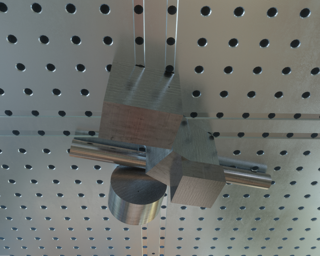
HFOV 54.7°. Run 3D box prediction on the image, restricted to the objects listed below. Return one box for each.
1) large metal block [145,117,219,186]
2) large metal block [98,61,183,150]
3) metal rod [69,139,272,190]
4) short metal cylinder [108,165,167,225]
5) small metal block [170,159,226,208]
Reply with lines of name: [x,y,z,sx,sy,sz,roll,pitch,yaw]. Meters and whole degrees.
large metal block: [0.029,0.033,0.405,0.080,0.080,0.050,32,123,-25]
large metal block: [-0.021,-0.027,0.352,0.081,0.080,0.050,10,129,-9]
metal rod: [0.022,0.056,0.459,0.302,0.025,0.025,11,129,-10]
short metal cylinder: [-0.034,0.094,0.455,0.081,0.080,0.050,8,130,-7]
small metal block: [0.043,0.066,0.364,0.050,0.025,0.050,10,129,-9]
